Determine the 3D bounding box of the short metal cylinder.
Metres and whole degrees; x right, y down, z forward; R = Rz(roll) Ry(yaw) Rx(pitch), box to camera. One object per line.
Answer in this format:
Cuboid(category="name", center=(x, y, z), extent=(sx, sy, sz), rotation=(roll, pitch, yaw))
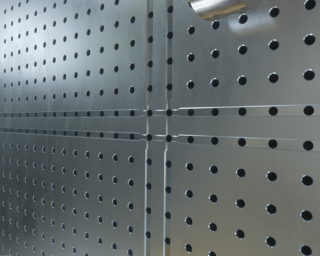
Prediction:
Cuboid(category="short metal cylinder", center=(0.067, -0.156, 0.318), extent=(0.050, 0.081, 0.080), rotation=(-1, 90, 40))
